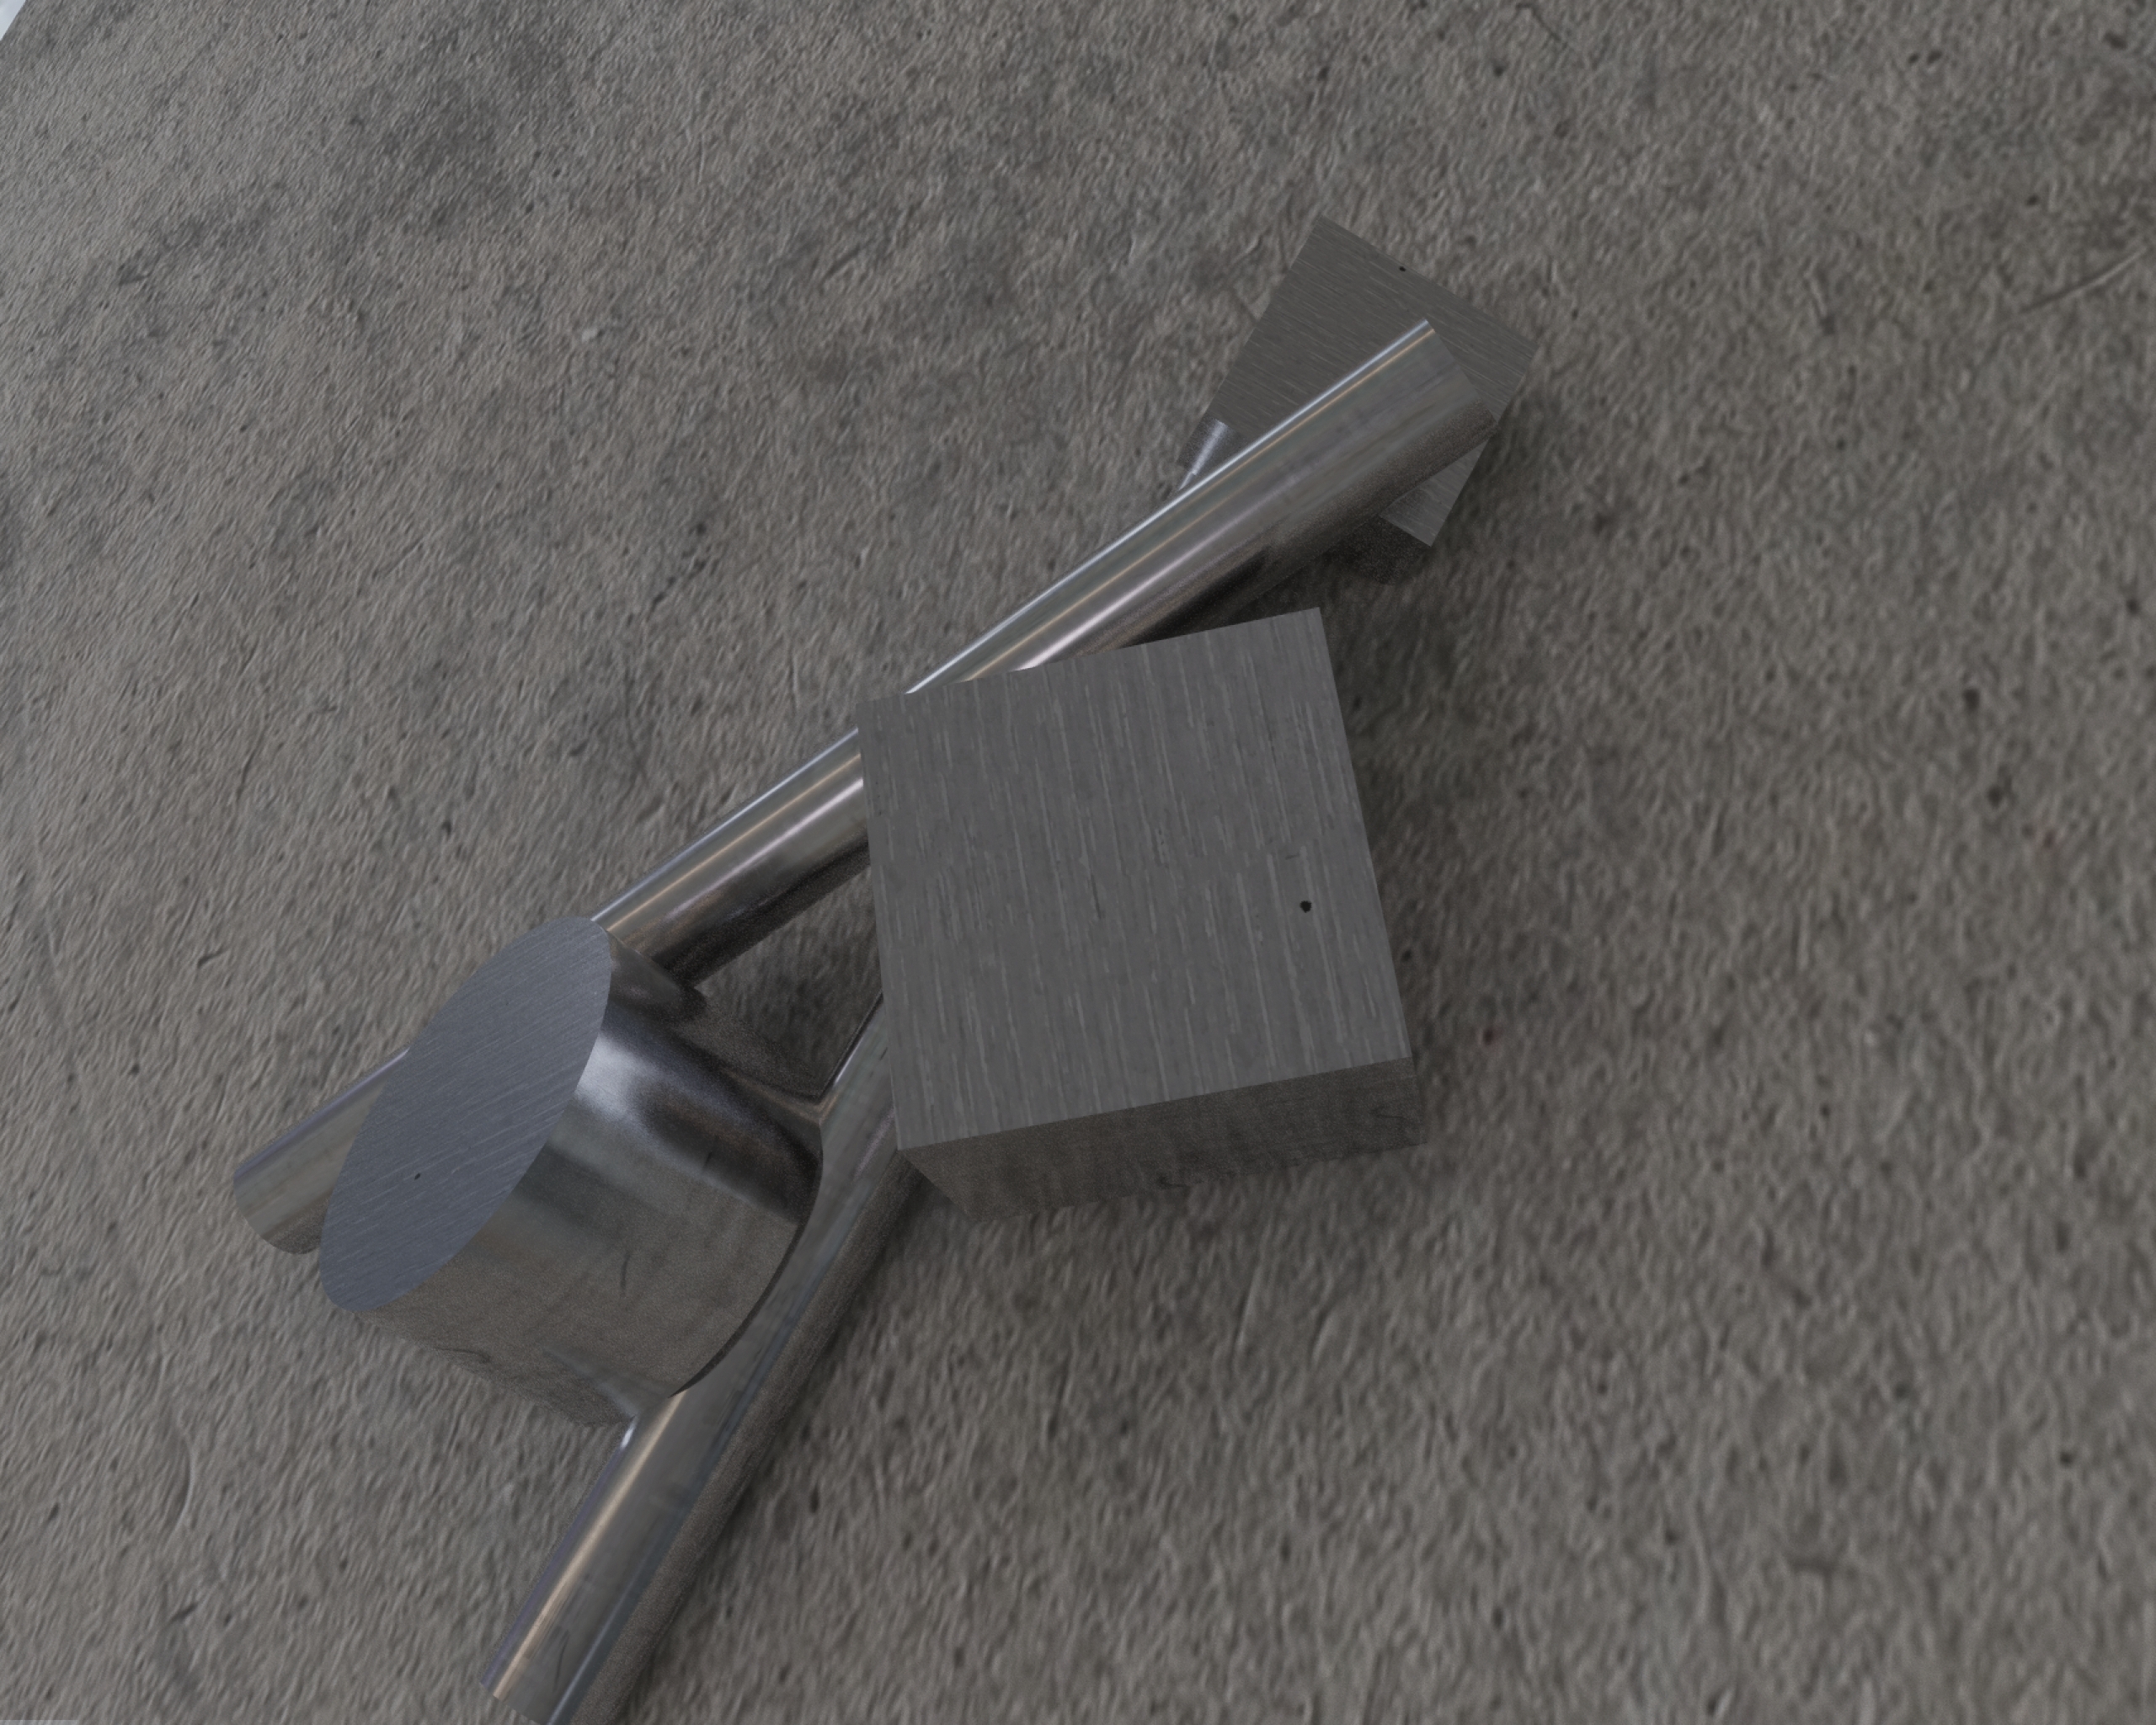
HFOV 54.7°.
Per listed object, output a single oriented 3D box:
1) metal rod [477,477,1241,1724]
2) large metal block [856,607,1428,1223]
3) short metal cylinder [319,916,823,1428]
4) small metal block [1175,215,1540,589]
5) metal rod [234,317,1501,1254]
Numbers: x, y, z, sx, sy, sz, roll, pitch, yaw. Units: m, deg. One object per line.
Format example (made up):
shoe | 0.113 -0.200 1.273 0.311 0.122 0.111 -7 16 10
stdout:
metal rod | -0.022 0.022 0.403 0.025 0.025 0.300 19 71 35
large metal block | 0.011 0.011 0.358 0.080 0.050 0.080 -11 65 7
short metal cylinder | -0.094 0.057 0.387 0.080 0.050 0.080 -33 35 27
small metal block | 0.055 -0.091 0.416 0.050 0.025 0.050 30 74 -3
metal rod | -0.051 -0.008 0.414 0.300 0.025 0.025 -34 51 14
